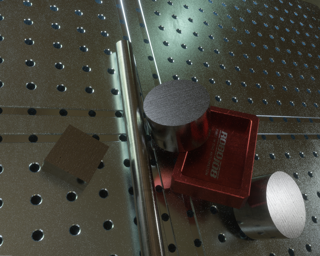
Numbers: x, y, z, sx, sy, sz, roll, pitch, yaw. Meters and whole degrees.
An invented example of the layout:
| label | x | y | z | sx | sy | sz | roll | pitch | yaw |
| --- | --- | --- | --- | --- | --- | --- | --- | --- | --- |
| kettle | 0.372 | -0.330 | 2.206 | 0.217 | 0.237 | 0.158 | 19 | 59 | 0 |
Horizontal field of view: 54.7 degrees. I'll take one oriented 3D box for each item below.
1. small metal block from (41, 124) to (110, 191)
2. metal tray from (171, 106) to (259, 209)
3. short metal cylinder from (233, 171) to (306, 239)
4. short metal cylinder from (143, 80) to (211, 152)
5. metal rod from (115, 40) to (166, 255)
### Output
| label | x | y | z | sx | sy | sz | roll | pitch | yaw |
| --- | --- | --- | --- | --- | --- | --- | --- | --- | --- |
| small metal block | -0.092 | 0.032 | 0.339 | 0.050 | 0.025 | 0.050 | 31 | 52 | -9 |
| metal tray | 0.074 | 0.030 | 0.403 | 0.090 | 0.030 | 0.130 | 13 | 52 | 10 |
| short metal cylinder | 0.139 | 0.099 | 0.395 | 0.081 | 0.050 | 0.080 | 16 | 63 | -34 |
| short metal cylinder | 0.024 | -0.016 | 0.391 | 0.080 | 0.050 | 0.080 | -6 | 48 | 7 |
| metal rod | -0.029 | 0.012 | 0.385 | 0.025 | 0.025 | 0.299 | 4 | 60 | -26 |
